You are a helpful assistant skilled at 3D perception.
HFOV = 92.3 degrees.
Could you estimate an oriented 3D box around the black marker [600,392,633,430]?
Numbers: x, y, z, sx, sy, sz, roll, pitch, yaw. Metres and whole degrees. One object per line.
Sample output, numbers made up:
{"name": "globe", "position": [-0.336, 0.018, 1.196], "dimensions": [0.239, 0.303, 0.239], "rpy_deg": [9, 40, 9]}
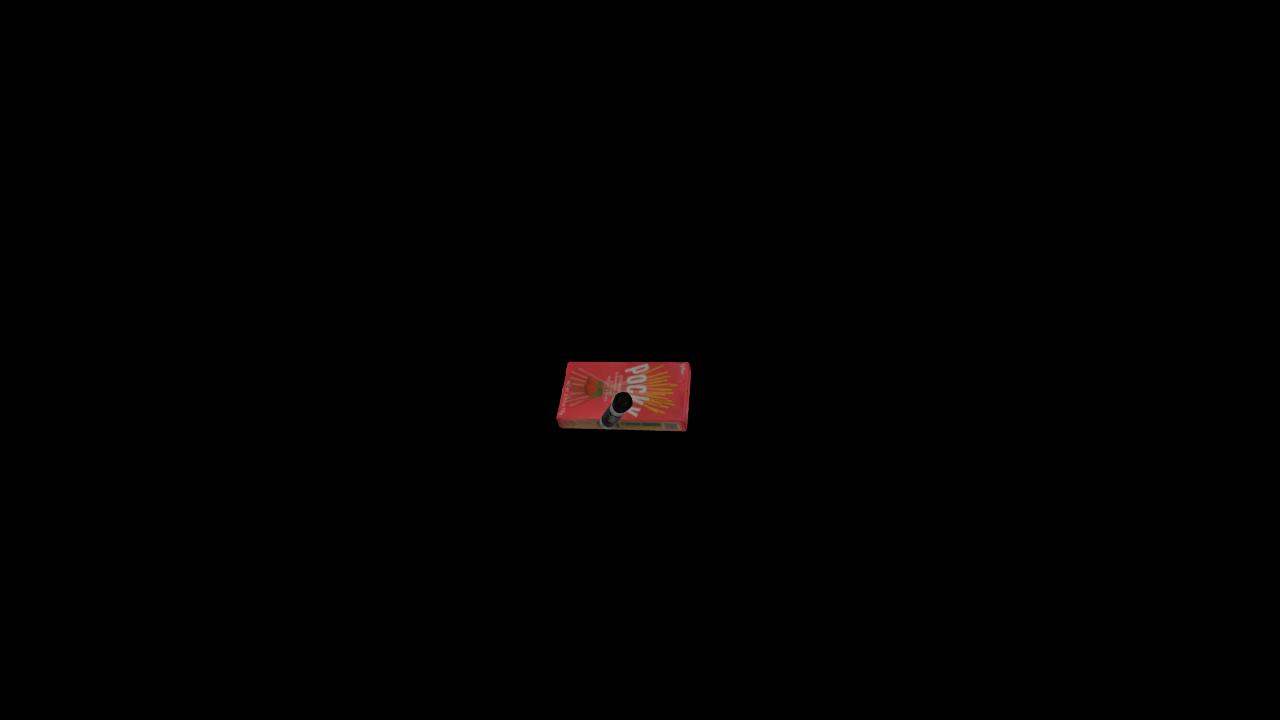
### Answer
{"name": "black marker", "position": [-0.026, 0.055, 0.647], "dimensions": [0.020, 0.020, 0.121], "rpy_deg": [0, -16, -11]}

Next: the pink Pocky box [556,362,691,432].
{"name": "pink Pocky box", "position": [-0.018, 0.042, 0.739], "dimensions": [0.155, 0.084, 0.029], "rpy_deg": [1, -35, 10]}
